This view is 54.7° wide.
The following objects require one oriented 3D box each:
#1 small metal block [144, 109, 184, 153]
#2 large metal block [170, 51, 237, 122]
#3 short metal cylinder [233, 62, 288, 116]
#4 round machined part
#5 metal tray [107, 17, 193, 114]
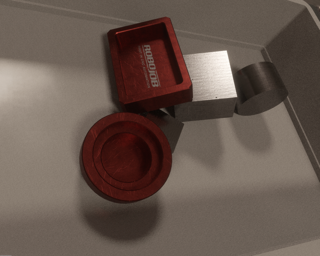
[{"bbox_3d":[-0.002,0.006,0.402,0.050,0.025,0.050,31,51,-9],"label":"small metal block"},{"bbox_3d":[0.058,-0.058,0.437,0.080,0.050,0.080,-6,60,2],"label":"large metal block"},{"bbox_3d":[0.154,-0.061,0.493,0.081,0.080,0.050,-2,63,-30],"label":"short metal cylinder"},{"bbox_3d":[-0.040,0.035,0.346,0.099,0.042,0.098,8,68,-19],"label":"round machined part"},{"bbox_3d":[-0.016,-0.086,0.414,0.091,0.030,0.130,-14,60,-1],"label":"metal tray"}]
